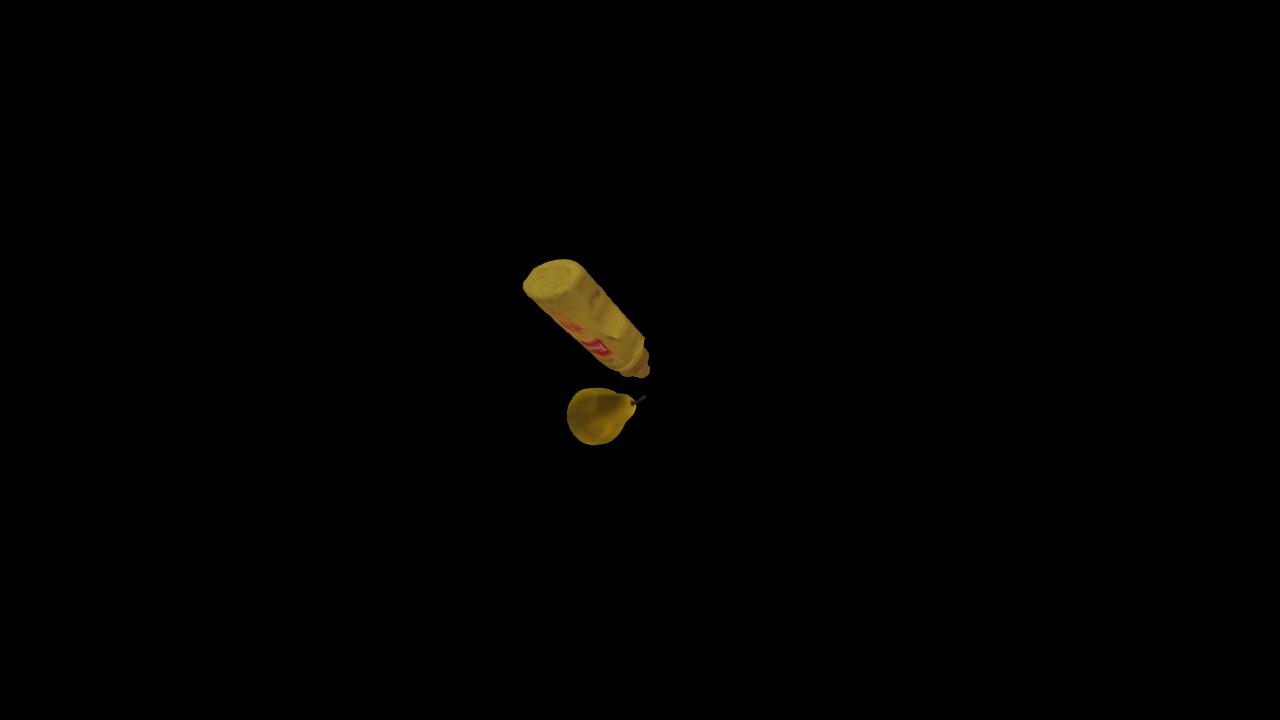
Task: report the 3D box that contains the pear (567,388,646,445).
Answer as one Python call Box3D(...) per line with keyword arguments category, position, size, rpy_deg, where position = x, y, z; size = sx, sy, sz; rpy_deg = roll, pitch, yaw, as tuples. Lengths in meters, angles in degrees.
Box3D(category="pear", position=(-0.039, 0.066, 0.763), size=(0.080, 0.080, 0.111), rpy_deg=(0, -13, -39))

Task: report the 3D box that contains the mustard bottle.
Box3D(category="mustard bottle", position=(-0.043, -0.035, 0.693), size=(0.092, 0.054, 0.184), rpy_deg=(3, -32, 42))
